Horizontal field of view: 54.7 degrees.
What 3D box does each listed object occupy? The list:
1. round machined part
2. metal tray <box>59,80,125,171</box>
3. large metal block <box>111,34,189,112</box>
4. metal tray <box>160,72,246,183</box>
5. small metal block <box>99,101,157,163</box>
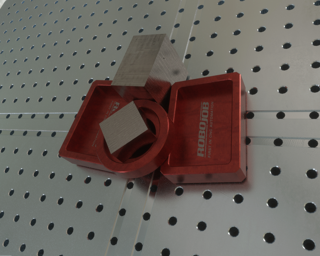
[{"bbox_3d":[-0.026,0.016,0.384,0.098,0.042,0.098,-13,56,21],"label":"round machined part"},{"bbox_3d":[-0.079,-0.007,0.446,0.090,0.030,0.130,7,65,31],"label":"metal tray"},{"bbox_3d":[-0.010,-0.066,0.414,0.050,0.080,0.080,7,65,31],"label":"large metal block"},{"bbox_3d":[0.054,-0.001,0.372,0.090,0.030,0.130,-6,59,25],"label":"metal tray"},{"bbox_3d":[-0.038,0.004,0.367,0.050,0.025,0.050,-34,51,6],"label":"small metal block"}]
